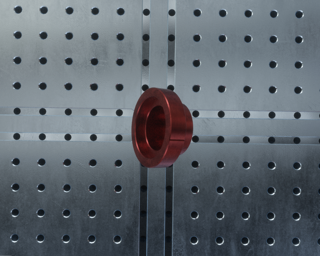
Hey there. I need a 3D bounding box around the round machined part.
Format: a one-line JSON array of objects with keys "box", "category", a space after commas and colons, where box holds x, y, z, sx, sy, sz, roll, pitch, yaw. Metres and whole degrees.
[{"box": [0.005, 0.000, 0.386, 0.042, 0.098, 0.097, 3, 90, -31], "category": "round machined part"}]
